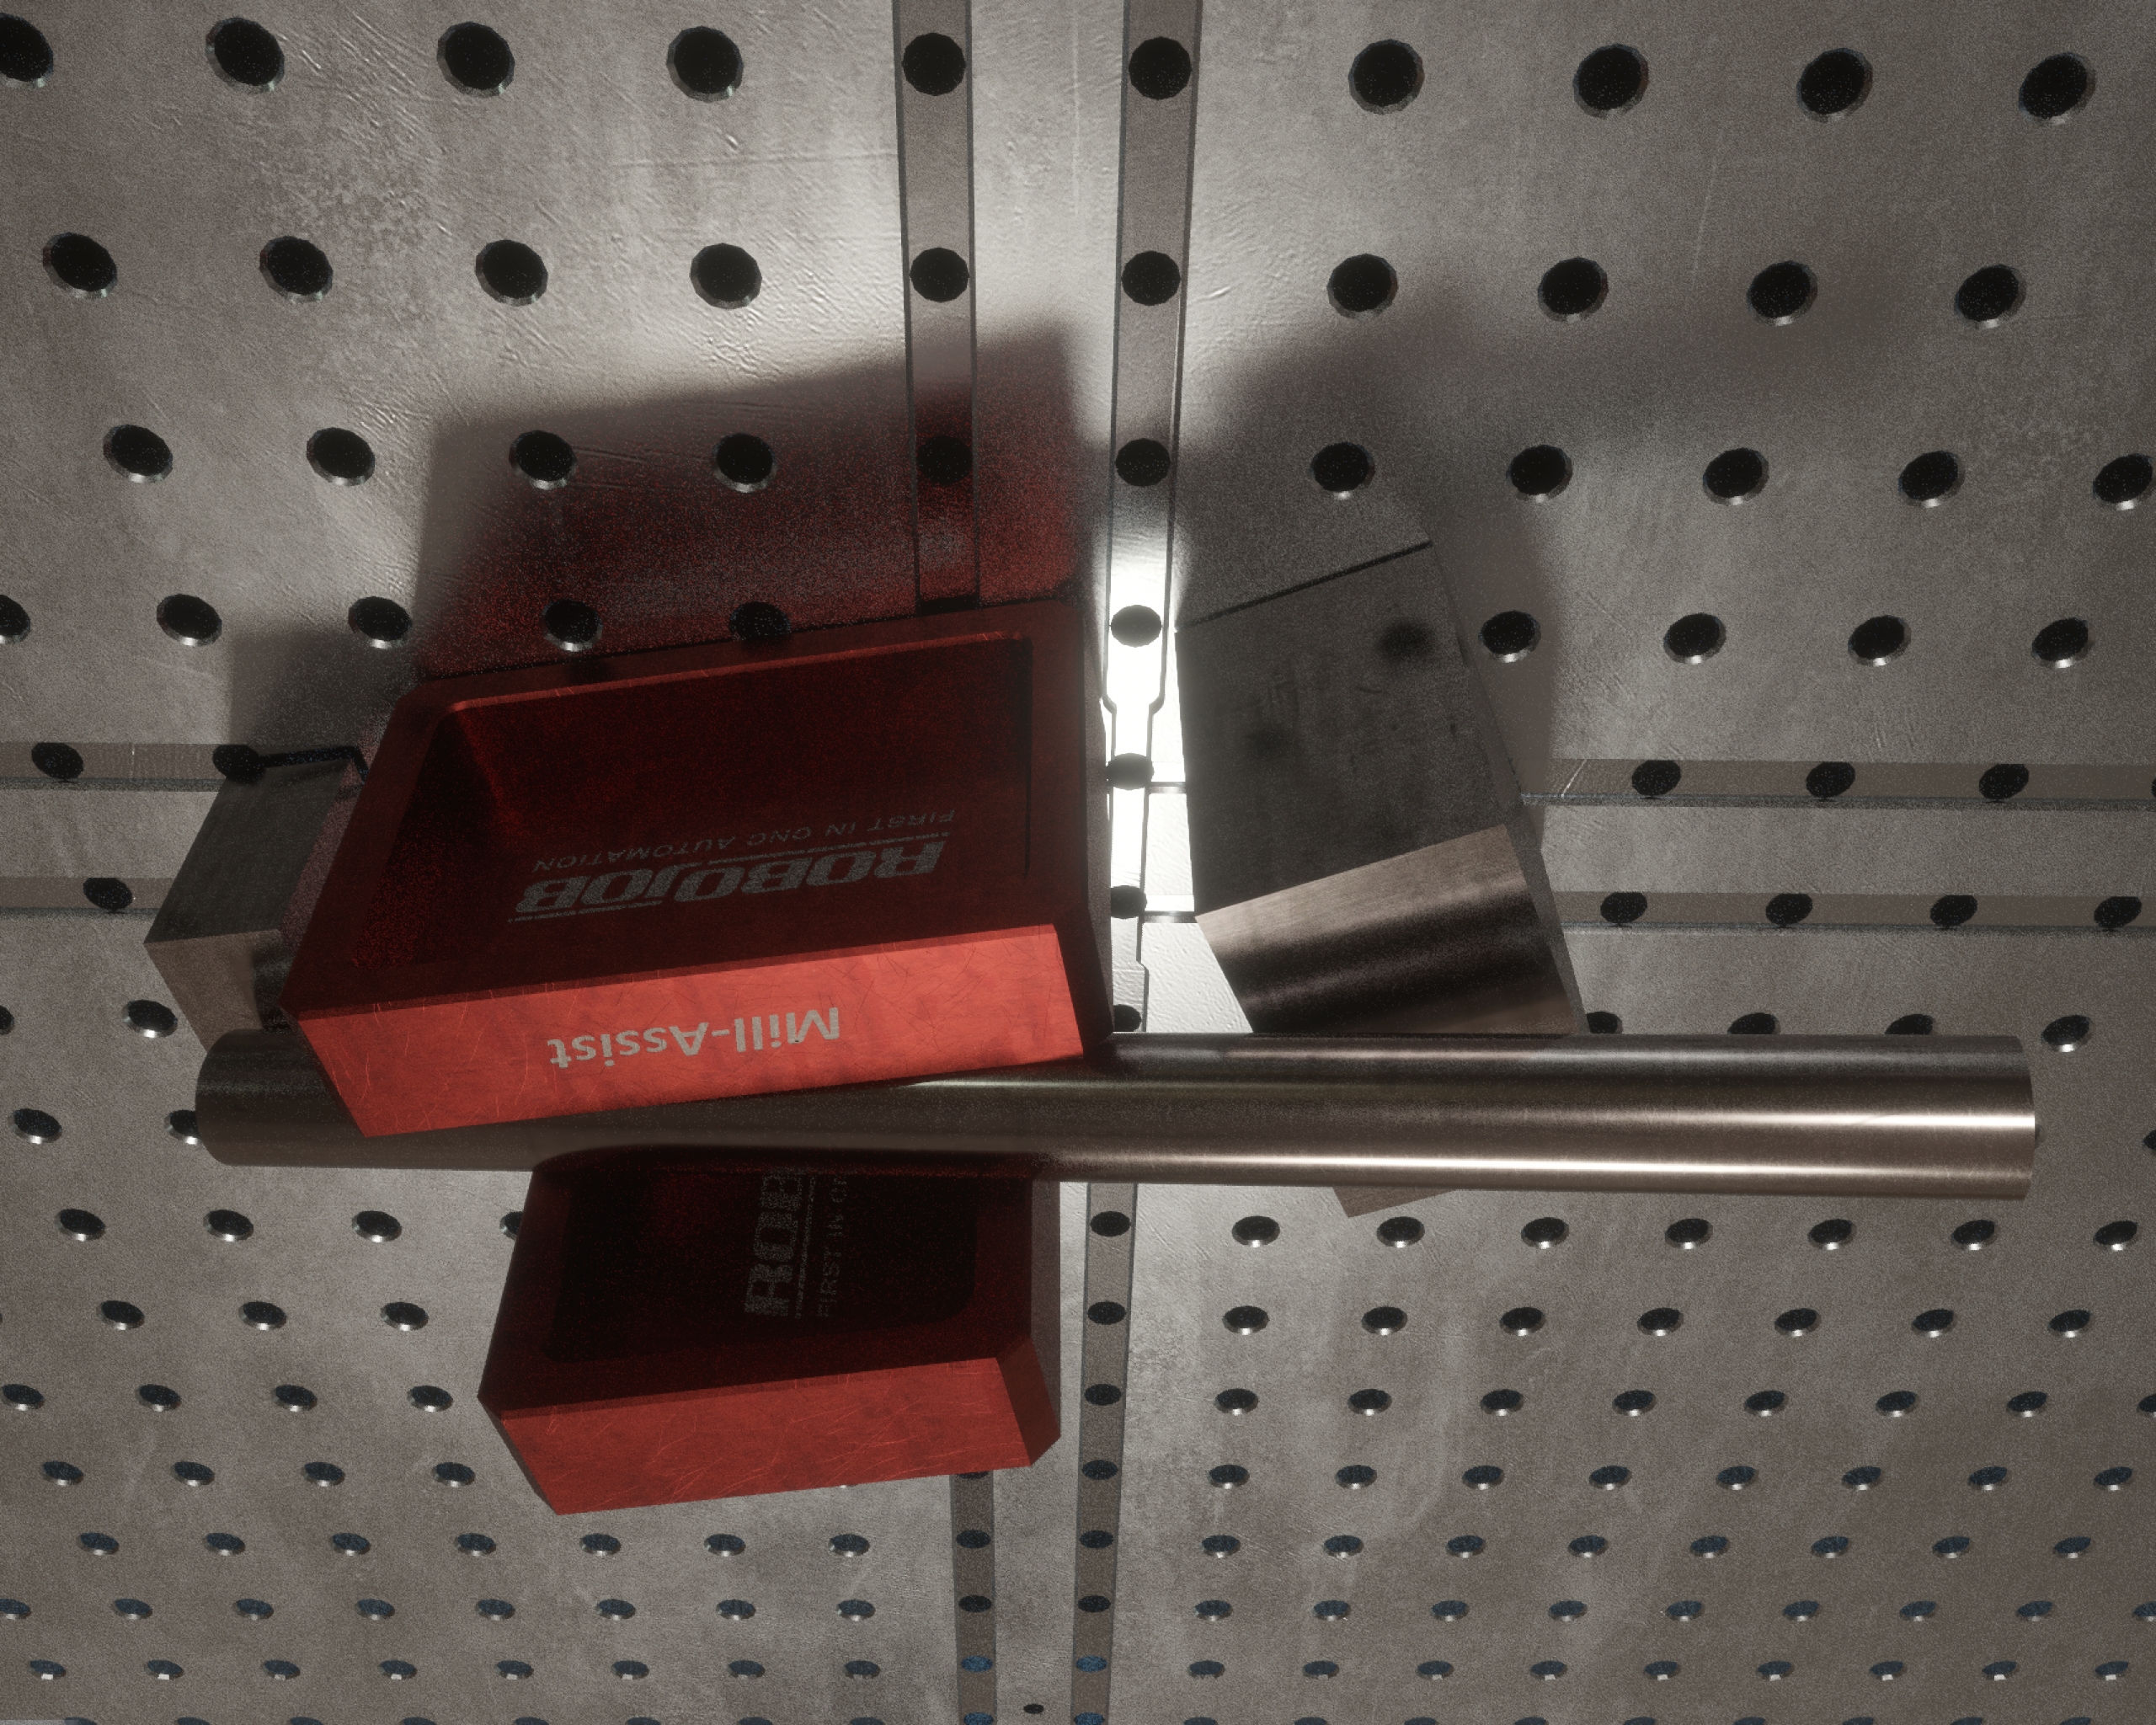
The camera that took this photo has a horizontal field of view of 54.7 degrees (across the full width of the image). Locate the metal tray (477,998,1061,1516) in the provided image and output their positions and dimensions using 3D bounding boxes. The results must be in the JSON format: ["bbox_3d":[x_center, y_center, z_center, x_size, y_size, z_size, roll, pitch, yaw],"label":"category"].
[{"bbox_3d":[-0.050,0.052,0.386,0.090,0.130,0.030,-7,130,5],"label":"metal tray"}]

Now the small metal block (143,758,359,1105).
[{"bbox_3d":[-0.151,0.016,0.406,0.025,0.050,0.050,-6,130,5],"label":"small metal block"}]

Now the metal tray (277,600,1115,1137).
[{"bbox_3d":[-0.061,-0.001,0.366,0.131,0.090,0.030,-7,131,5],"label":"metal tray"}]

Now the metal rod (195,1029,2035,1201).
[{"bbox_3d":[-0.005,0.041,0.347,0.301,0.025,0.025,-1,131,12],"label":"metal rod"}]

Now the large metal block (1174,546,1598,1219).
[{"bbox_3d":[0.057,0.003,0.378,0.050,0.080,0.080,-18,128,14],"label":"large metal block"}]
